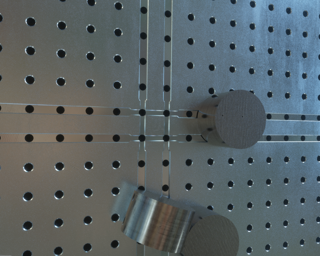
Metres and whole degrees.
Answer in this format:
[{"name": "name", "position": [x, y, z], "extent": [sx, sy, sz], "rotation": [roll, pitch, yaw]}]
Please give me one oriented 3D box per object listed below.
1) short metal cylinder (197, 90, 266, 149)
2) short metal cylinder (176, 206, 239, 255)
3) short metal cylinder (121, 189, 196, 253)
[{"name": "short metal cylinder", "position": [0.101, -0.012, 0.438], "extent": [0.081, 0.050, 0.079], "rotation": [0, 90, -21]}, {"name": "short metal cylinder", "position": [0.059, 0.152, 0.423], "extent": [0.081, 0.050, 0.079], "rotation": [0, 90, -21]}, {"name": "short metal cylinder", "position": [-0.002, 0.113, 0.384], "extent": [0.080, 0.080, 0.050], "rotation": [22, 83, -19]}]
